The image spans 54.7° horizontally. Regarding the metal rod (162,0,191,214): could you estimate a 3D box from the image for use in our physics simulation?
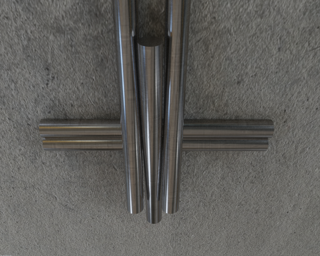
[{"bbox_3d":[0.016,-0.010,0.372,0.025,0.025,0.298,0,122,-1],"label":"metal rod"}]

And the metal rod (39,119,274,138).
[{"bbox_3d":[-0.003,0.000,0.410,0.302,0.025,0.025,0,130,-1],"label":"metal rod"}]

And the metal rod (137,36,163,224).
[{"bbox_3d":[-0.010,0.029,0.400,0.025,0.025,0.298,0,130,0],"label":"metal rod"}]

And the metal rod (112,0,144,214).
[{"bbox_3d":[-0.035,-0.010,0.372,0.025,0.025,0.298,0,122,-1],"label":"metal rod"}]

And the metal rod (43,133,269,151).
[{"bbox_3d":[-0.005,0.019,0.426,0.302,0.025,0.025,0,130,-1],"label":"metal rod"}]
